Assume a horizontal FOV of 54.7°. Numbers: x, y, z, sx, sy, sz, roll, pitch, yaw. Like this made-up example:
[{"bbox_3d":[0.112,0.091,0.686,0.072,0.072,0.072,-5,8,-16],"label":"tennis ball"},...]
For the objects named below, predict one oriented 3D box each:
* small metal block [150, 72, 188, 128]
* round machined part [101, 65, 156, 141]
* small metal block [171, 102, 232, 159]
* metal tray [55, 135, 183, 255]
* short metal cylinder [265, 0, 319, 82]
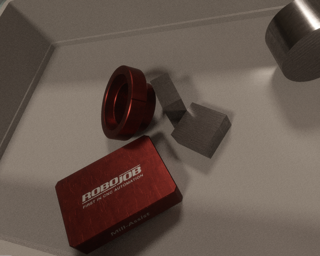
[{"bbox_3d":[0.015,-0.035,0.401,0.025,0.050,0.050,-27,53,5],"label":"small metal block"},{"bbox_3d":[-0.040,-0.031,0.414,0.098,0.042,0.098,-24,61,54],"label":"round machined part"},{"bbox_3d":[0.050,0.002,0.377,0.050,0.025,0.050,25,75,36],"label":"small metal block"},{"bbox_3d":[-0.051,0.075,0.368,0.131,0.030,0.090,-29,51,-3],"label":"metal tray"},{"bbox_3d":[0.166,-0.097,0.343,0.080,0.080,0.050,-22,54,14],"label":"short metal cylinder"}]
